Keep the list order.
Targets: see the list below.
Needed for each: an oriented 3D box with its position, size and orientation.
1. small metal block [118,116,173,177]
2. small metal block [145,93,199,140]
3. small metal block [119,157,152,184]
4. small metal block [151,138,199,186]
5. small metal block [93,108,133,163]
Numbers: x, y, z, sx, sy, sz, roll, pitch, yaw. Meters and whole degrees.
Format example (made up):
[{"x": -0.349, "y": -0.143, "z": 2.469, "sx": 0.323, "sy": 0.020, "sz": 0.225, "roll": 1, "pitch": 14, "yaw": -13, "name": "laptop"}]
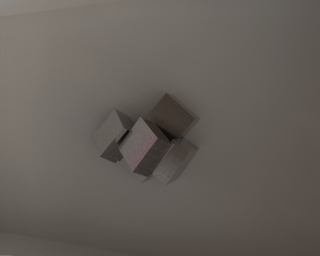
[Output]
[{"x": -0.019, "y": 0.022, "z": 0.375, "sx": 0.050, "sy": 0.025, "sz": 0.050, "roll": -54, "pitch": 41, "yaw": 12, "name": "small metal block"}, {"x": 0.014, "y": -0.010, "z": 0.403, "sx": 0.050, "sy": 0.025, "sz": 0.050, "roll": 44, "pitch": 103, "yaw": 14, "name": "small metal block"}, {"x": -0.022, "y": 0.037, "z": 0.416, "sx": 0.050, "sy": 0.025, "sz": 0.050, "roll": 44, "pitch": 103, "yaw": 14, "name": "small metal block"}, {"x": 0.019, "y": 0.040, "z": 0.388, "sx": 0.025, "sy": 0.050, "sz": 0.050, "roll": 37, "pitch": 102, "yaw": 16, "name": "small metal block"}, {"x": -0.060, "y": 0.010, "z": 0.416, "sx": 0.050, "sy": 0.025, "sz": 0.050, "roll": -49, "pitch": 37, "yaw": 13, "name": "small metal block"}]
